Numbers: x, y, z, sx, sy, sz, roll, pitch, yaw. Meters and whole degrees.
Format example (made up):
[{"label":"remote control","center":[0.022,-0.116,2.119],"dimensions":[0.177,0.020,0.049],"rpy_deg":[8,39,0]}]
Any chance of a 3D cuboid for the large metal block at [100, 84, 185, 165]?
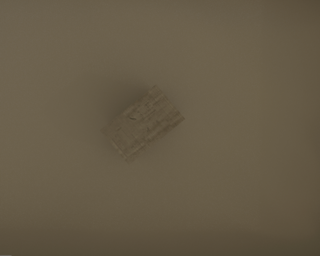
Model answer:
[{"label":"large metal block","center":[-0.019,-0.004,0.381],"dimensions":[0.080,0.080,0.050],"rpy_deg":[-40,90,0]}]
